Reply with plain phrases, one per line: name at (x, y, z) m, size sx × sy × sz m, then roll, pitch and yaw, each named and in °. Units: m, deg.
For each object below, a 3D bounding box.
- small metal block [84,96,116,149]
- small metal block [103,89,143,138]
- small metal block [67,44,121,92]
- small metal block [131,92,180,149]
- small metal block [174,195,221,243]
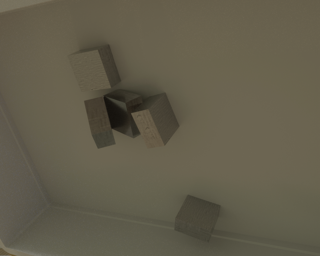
small metal block at (-0.080, -0.006, 0.416) m, size 0.050 × 0.025 × 0.050 m, roll 94°, pitch 160°, yaw -66°
small metal block at (-0.045, -0.020, 0.407) m, size 0.050 × 0.025 × 0.050 m, roll 20°, pitch 130°, yaw 45°
small metal block at (-0.085, -0.077, 0.404) m, size 0.050 × 0.025 × 0.050 m, roll -3°, pitch 117°, yaw 29°
small metal block at (-0.004, -0.010, 0.387) m, size 0.025 × 0.050 × 0.050 m, roll -11°, pitch 113°, yaw 32°
small metal block at (0.054, 0.128, 0.442) m, size 0.050 × 0.050 × 0.025 m, roll 15°, pitch 124°, yaw 19°
